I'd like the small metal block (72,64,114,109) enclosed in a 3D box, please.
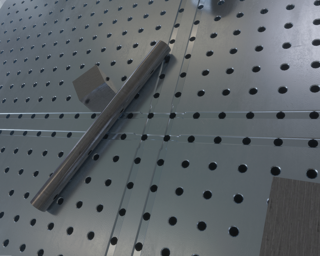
[{"bbox_3d":[-0.111,-0.068,0.508,0.050,0.025,0.050,-34,51,5],"label":"small metal block"}]

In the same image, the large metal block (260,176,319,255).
[{"bbox_3d":[0.135,0.093,0.264,0.080,0.050,0.080,5,64,30],"label":"large metal block"}]

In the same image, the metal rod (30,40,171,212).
[{"bbox_3d":[-0.081,-0.009,0.456,0.025,0.025,0.300,29,77,37],"label":"metal rod"}]
